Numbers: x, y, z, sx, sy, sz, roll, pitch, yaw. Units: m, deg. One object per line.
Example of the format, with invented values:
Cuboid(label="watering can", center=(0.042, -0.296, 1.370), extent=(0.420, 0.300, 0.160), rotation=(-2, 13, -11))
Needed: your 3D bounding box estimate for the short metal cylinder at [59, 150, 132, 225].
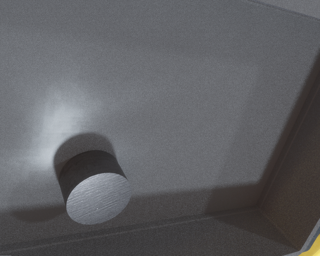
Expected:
Cuboid(label="short metal cylinder", center=(-0.083, 0.075, 0.395), extent=(0.081, 0.050, 0.079), rotation=(-14, 125, -21))
